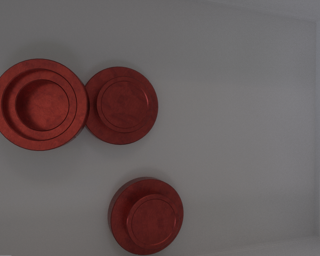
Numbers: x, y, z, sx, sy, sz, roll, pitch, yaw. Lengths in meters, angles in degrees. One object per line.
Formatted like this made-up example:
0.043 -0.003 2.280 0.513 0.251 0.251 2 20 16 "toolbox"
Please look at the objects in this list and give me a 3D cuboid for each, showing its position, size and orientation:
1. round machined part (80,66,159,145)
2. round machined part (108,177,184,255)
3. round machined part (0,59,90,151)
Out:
-0.048 -0.028 0.384 0.099 0.042 0.097 0 90 -20 "round machined part"
-0.014 0.114 0.396 0.099 0.042 0.097 0 90 -20 "round machined part"
-0.128 -0.024 0.346 0.099 0.042 0.097 0 90 -5 "round machined part"
